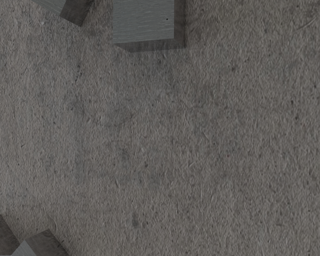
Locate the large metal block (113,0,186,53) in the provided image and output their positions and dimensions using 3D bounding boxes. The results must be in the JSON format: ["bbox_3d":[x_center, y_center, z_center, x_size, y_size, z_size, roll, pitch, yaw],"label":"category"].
[{"bbox_3d":[-0.013,-0.146,0.400,0.080,0.050,0.080,1,90,20],"label":"large metal block"}]

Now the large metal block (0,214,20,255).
[{"bbox_3d":[-0.277,0.199,0.494,0.080,0.050,0.080,-44,76,14],"label":"large metal block"}]

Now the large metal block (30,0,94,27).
[{"bbox_3d":[-0.141,-0.205,0.445,0.080,0.050,0.080,32,100,17],"label":"large metal block"}]

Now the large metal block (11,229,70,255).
[{"bbox_3d":[-0.181,0.214,0.460,0.080,0.050,0.080,46,104,14],"label":"large metal block"}]
